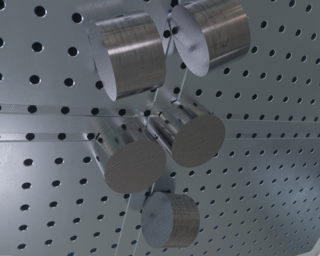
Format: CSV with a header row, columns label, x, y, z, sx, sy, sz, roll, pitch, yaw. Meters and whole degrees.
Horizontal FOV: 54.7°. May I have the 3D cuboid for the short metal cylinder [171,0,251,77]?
label,x,y,z,sx,sy,sz,roll,pitch,yaw
short metal cylinder,0.053,-0.103,0.341,0.050,0.080,0.080,-26,128,-12

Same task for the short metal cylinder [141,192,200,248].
label,x,y,z,sx,sy,sz,roll,pitch,yaw
short metal cylinder,0.014,0.140,0.470,0.050,0.080,0.080,15,111,-34

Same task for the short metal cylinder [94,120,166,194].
label,x,y,z,sx,sy,sz,roll,pitch,yaw
short metal cylinder,-0.039,0.037,0.397,0.081,0.050,0.079,-14,124,-21

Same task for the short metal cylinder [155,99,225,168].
label,x,y,z,sx,sy,sz,roll,pitch,yaw
short metal cylinder,0.041,0.007,0.421,0.081,0.050,0.079,-14,124,-21

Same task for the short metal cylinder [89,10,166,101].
label,x,y,z,sx,sy,sz,roll,pitch,yaw
short metal cylinder,-0.034,-0.072,0.312,0.050,0.080,0.079,-19,126,-17
